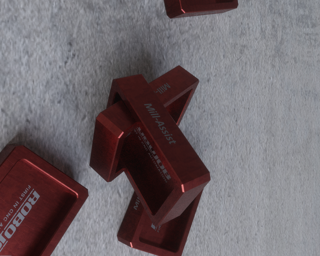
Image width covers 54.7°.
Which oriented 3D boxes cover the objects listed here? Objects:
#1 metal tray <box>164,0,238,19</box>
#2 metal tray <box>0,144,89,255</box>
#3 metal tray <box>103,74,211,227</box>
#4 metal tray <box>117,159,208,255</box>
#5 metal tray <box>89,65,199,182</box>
[{"bbox_3d":[0.058,-0.213,0.451,0.131,0.030,0.089,-22,104,-38],"label":"metal tray"},{"bbox_3d":[-0.139,0.091,0.286,0.090,0.030,0.130,45,63,-31],"label":"metal tray"},{"bbox_3d":[-0.012,0.022,0.310,0.030,0.089,0.130,-18,61,-30],"label":"metal tray"},{"bbox_3d":[0.008,0.098,0.410,0.090,0.030,0.130,34,69,-35],"label":"metal tray"},{"bbox_3d":[-0.016,-0.007,0.346,0.030,0.089,0.131,40,50,16],"label":"metal tray"}]
